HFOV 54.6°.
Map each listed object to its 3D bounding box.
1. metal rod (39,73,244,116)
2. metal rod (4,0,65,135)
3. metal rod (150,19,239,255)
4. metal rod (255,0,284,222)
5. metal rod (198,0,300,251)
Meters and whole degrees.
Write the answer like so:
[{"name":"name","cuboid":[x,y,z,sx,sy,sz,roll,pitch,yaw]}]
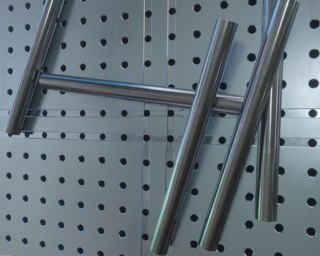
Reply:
[{"name":"metal rod","cuboid":[-0.036,-0.049,0.425,0.301,0.025,0.025,9,93,19]},{"name":"metal rod","cuboid":[-0.183,-0.131,0.477,0.025,0.025,0.299,24,98,18]},{"name":"metal rod","cuboid":[0.037,0.022,0.380,0.025,0.025,0.298,20,104,19]},{"name":"metal rod","cuboid":[0.131,-0.042,0.366,0.025,0.025,0.298,2,91,20]},{"name":"metal rod","cuboid":[0.098,0.007,0.360,0.025,0.025,0.298,19,103,19]}]
